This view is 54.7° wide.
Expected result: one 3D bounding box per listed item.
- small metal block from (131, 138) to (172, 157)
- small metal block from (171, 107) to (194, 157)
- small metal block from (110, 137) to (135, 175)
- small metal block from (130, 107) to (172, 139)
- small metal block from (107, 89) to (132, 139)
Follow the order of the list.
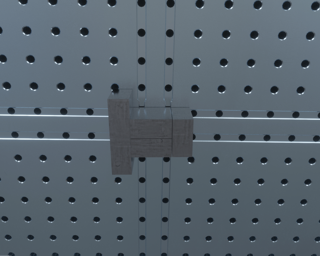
[{"bbox_3d":[-0.011,0.016,0.405,0.050,0.050,0.025,0,110,-1],"label":"small metal block"},{"bbox_3d":[0.028,0.004,0.401,0.025,0.050,0.050,0,110,0],"label":"small metal block"},{"bbox_3d":[-0.049,0.028,0.409,0.025,0.050,0.050,0,110,0],"label":"small metal block"},{"bbox_3d":[-0.011,-0.007,0.396,0.050,0.050,0.025,0,110,-1],"label":"small metal block"},{"bbox_3d":[-0.049,-0.019,0.392,0.025,0.050,0.050,0,110,0],"label":"small metal block"}]
